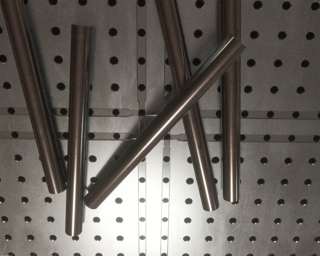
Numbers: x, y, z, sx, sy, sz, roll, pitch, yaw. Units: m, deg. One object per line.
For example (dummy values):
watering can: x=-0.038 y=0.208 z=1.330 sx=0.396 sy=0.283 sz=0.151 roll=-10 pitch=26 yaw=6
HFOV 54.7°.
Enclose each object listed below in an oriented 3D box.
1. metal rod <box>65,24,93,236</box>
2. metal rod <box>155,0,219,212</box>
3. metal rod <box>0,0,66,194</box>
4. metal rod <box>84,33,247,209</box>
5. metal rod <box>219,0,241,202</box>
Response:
metal rod: x=-0.111 y=0.017 z=0.418 sx=0.025 sy=0.025 sz=0.298 roll=7 pitch=110 yaw=-3
metal rod: x=0.040 y=-0.020 z=0.406 sx=0.025 sy=0.025 sz=0.298 roll=-13 pitch=110 yaw=4
metal rod: x=-0.161 y=-0.051 z=0.392 sx=0.025 sy=0.025 sz=0.298 roll=-5 pitch=110 yaw=1
metal rod: x=-0.007 y=0.006 z=0.396 sx=0.025 sy=0.025 sz=0.299 roll=37 pitch=113 yaw=-13
metal rod: x=0.091 y=-0.038 z=0.400 sx=0.025 sy=0.025 sz=0.298 roll=-5 pitch=110 yaw=1
